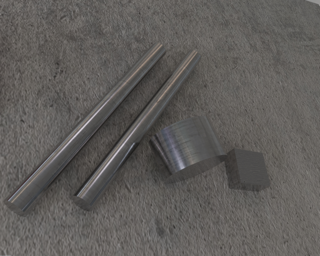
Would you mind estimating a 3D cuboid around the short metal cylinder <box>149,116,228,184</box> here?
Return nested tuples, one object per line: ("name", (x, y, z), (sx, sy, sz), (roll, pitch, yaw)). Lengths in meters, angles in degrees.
("short metal cylinder", (0.033, 0.027, 0.370), (0.081, 0.080, 0.050), (-10, 67, -32))

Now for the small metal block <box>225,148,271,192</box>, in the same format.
("small metal block", (0.121, 0.059, 0.433), (0.050, 0.025, 0.050), (10, 57, -23))

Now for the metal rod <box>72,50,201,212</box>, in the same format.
("metal rod", (-0.012, -0.019, 0.408), (0.025, 0.025, 0.301), (38, 51, -3))

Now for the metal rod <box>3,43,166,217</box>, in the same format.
("metal rod", (-0.068, -0.022, 0.380), (0.025, 0.025, 0.301), (37, 51, -4))
